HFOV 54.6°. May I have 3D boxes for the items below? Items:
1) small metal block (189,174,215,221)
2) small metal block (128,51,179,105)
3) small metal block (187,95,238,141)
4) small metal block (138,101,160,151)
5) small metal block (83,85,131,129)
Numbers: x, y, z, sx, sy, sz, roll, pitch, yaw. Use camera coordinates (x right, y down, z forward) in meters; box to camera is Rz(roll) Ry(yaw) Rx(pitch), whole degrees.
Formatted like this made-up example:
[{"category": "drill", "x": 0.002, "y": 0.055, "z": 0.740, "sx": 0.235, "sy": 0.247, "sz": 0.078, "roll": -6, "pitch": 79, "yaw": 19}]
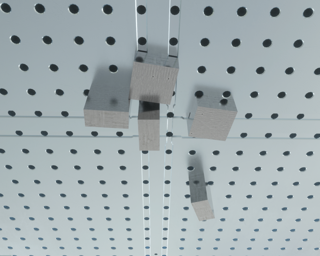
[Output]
[{"category": "small metal block", "x": 0.066, "y": 0.110, "z": 0.489, "sx": 0.025, "sy": 0.050, "sz": 0.050, "roll": -15, "pitch": 129, "yaw": 12}, {"category": "small metal block", "x": -0.008, "y": -0.058, "z": 0.362, "sx": 0.050, "sy": 0.025, "sz": 0.050, "roll": 8, "pitch": 130, "yaw": -7}, {"category": "small metal block", "x": 0.066, "y": -0.012, "z": 0.401, "sx": 0.050, "sy": 0.025, "sz": 0.050, "roll": 7, "pitch": 130, "yaw": -7}, {"category": "small metal block", "x": -0.013, "y": -0.007, "z": 0.389, "sx": 0.025, "sy": 0.050, "sz": 0.050, "roll": 0, "pitch": 130, "yaw": 0}, {"category": "small metal block", "x": -0.061, "y": -0.026, "z": 0.373, "sx": 0.050, "sy": 0.050, "sz": 0.025, "roll": 3, "pitch": 130, "yaw": -3}]
